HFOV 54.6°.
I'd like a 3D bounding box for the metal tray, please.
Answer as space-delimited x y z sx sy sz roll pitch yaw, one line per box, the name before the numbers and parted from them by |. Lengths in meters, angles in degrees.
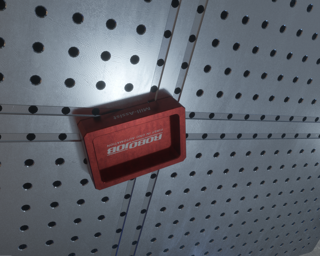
metal tray | -0.031 0.019 0.402 0.131 0.030 0.089 -17 125 -19
